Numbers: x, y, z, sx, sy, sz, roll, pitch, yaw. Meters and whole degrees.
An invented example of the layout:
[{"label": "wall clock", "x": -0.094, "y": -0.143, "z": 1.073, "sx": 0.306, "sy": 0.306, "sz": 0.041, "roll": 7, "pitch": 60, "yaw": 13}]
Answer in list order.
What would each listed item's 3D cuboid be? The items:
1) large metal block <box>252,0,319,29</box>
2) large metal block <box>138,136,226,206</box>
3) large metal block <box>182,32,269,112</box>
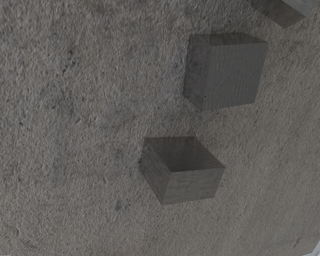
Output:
[{"label": "large metal block", "x": 0.154, "y": -0.165, "z": 0.344, "sx": 0.050, "sy": 0.080, "sz": 0.080, "roll": 35, "pitch": 101, "yaw": 0}, {"label": "large metal block", "x": 0.026, "y": 0.054, "z": 0.419, "sx": 0.081, "sy": 0.080, "sz": 0.050, "roll": -1, "pitch": 119, "yaw": -28}, {"label": "large metal block", "x": 0.079, "y": -0.072, "z": 0.389, "sx": 0.081, "sy": 0.050, "sz": 0.079, "roll": -10, "pitch": 123, "yaw": -23}]
